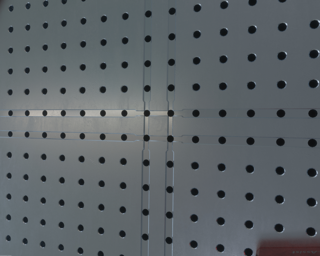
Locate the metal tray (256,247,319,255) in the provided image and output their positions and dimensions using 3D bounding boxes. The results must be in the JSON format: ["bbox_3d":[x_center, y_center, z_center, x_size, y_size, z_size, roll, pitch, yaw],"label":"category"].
[{"bbox_3d":[0.180,0.184,0.346,0.130,0.030,0.090,-9,87,19],"label":"metal tray"}]
